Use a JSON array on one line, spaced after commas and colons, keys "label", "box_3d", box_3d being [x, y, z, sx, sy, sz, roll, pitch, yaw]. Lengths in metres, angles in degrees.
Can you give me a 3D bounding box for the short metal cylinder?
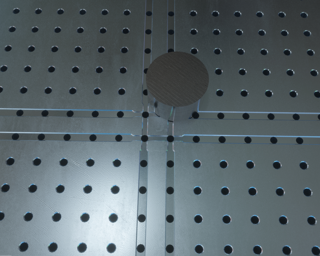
[{"label": "short metal cylinder", "box_3d": [0.022, -0.055, 0.419, 0.080, 0.050, 0.080, 0, 70, 0]}]
